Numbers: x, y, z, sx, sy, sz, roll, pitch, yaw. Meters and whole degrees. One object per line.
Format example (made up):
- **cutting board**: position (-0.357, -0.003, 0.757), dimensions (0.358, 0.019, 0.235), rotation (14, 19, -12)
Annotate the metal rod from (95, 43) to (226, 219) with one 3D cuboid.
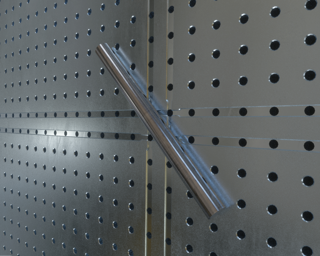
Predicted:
- **metal rod**: position (-0.012, -0.012, 0.421), dimensions (0.025, 0.025, 0.299), rotation (-50, 61, 28)
